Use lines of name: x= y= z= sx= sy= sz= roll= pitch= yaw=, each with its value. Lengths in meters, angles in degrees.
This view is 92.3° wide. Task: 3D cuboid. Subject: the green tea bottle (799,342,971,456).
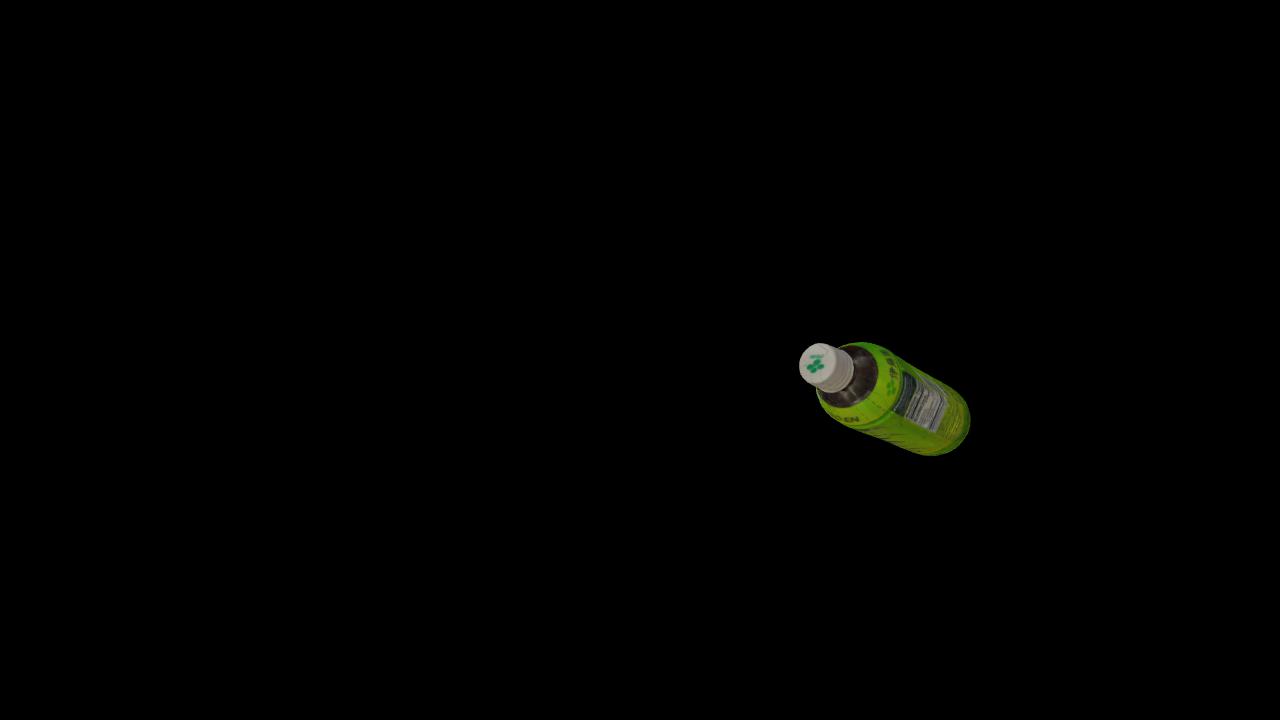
green tea bottle: x=0.200 y=0.029 z=0.504 sx=0.073 sy=0.073 sz=0.212 roll=0 pitch=-17 yaw=46
